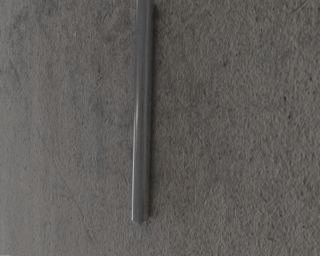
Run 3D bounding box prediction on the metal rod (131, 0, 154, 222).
[{"bbox_3d":[-0.024,-0.023,0.425,0.025,0.025,0.298,2,92,40],"label":"metal rod"}]
